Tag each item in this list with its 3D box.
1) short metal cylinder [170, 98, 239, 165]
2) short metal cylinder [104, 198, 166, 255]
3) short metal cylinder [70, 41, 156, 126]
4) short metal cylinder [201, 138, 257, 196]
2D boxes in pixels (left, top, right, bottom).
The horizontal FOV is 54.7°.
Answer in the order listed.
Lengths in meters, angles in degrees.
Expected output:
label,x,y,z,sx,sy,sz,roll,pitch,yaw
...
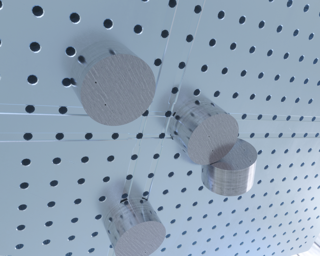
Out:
label,x,y,z,sx,sy,sz,roll,pitch,yaw
short metal cylinder,0.062,0.005,0.434,0.081,0.050,0.079,-14,124,-21
short metal cylinder,-0.038,0.155,0.472,0.081,0.050,0.079,-14,125,-21
short metal cylinder,-0.052,-0.049,0.338,0.081,0.050,0.079,-14,125,-21
short metal cylinder,0.103,0.057,0.469,0.081,0.080,0.050,-17,126,-19
